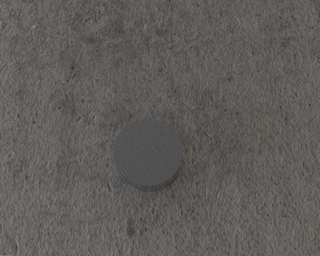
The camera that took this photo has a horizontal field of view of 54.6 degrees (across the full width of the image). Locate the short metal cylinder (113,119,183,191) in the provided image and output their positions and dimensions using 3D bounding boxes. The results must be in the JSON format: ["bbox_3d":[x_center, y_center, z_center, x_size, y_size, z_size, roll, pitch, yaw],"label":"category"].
[{"bbox_3d":[-0.014,0.035,0.382,0.080,0.050,0.080,0,70,0],"label":"short metal cylinder"}]
